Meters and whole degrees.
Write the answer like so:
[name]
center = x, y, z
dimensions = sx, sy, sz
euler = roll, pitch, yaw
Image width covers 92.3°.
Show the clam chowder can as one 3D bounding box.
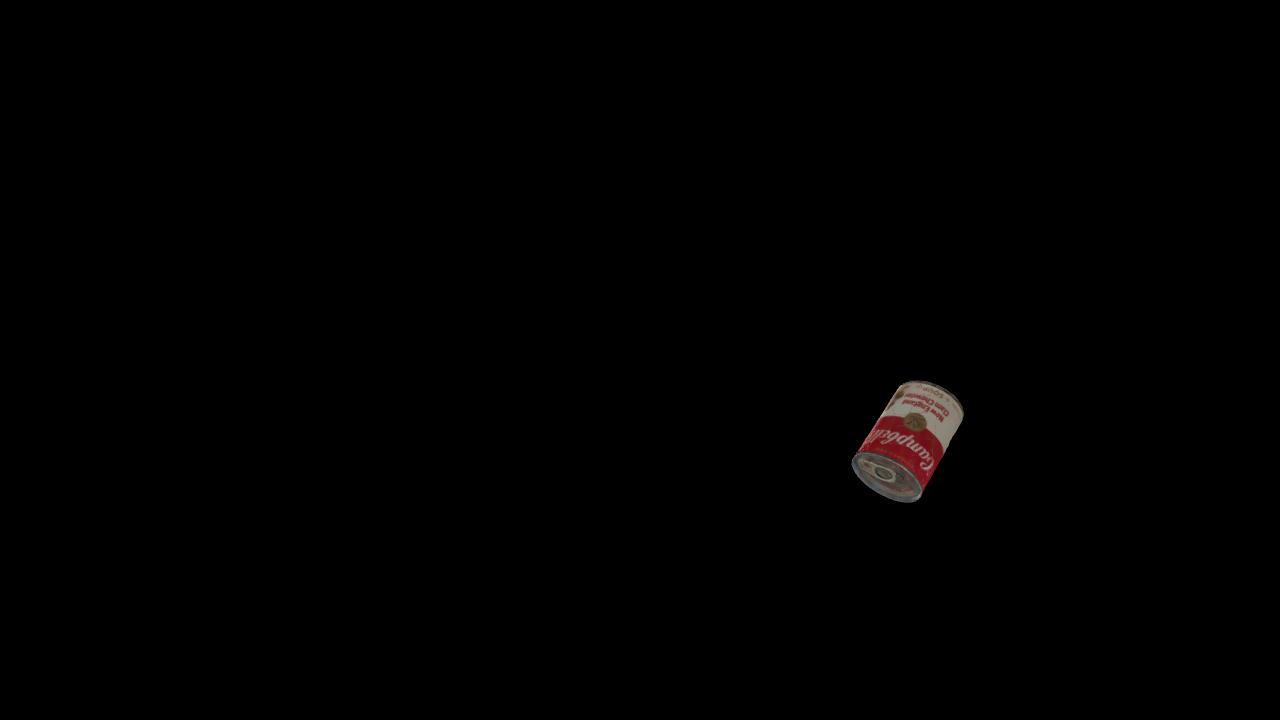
[clam chowder can]
center = 0.261, 0.077, 0.597
dimensions = 0.102, 0.068, 0.068
euler = -47, 24, -25
